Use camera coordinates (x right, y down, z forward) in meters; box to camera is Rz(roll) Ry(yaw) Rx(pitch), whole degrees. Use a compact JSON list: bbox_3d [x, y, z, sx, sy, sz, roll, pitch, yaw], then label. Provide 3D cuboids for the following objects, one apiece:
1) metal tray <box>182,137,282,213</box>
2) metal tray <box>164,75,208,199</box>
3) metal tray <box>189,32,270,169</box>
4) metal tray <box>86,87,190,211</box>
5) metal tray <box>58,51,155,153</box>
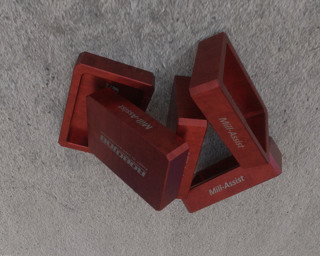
[{"bbox_3d":[0.097,0.062,0.420,0.130,0.090,0.030,-31,89,23],"label":"metal tray"},{"bbox_3d":[0.025,0.013,0.378,0.030,0.090,0.129,5,131,-5],"label":"metal tray"},{"bbox_3d":[0.082,-0.027,0.341,0.030,0.090,0.130,-17,130,32],"label":"metal tray"},{"bbox_3d":[-0.032,0.022,0.353,0.130,0.030,0.089,36,137,28],"label":"metal tray"},{"bbox_3d":[-0.069,-0.021,0.387,0.091,0.030,0.129,15,128,-13],"label":"metal tray"}]
